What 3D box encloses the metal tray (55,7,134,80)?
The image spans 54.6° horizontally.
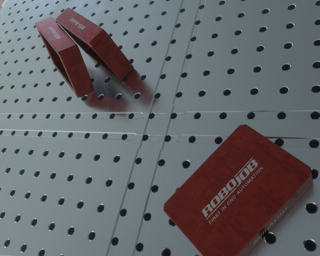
[{"bbox_3d":[-0.107,-0.138,0.509,0.030,0.090,0.130,-47,51,-4],"label":"metal tray"}]

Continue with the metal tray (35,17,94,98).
[{"bbox_3d":[-0.161,-0.120,0.523,0.030,0.090,0.130,-29,49,-17],"label":"metal tray"}]

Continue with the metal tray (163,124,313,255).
[{"bbox_3d":[0.078,0.069,0.322,0.130,0.030,0.090,-46,51,-4],"label":"metal tray"}]
